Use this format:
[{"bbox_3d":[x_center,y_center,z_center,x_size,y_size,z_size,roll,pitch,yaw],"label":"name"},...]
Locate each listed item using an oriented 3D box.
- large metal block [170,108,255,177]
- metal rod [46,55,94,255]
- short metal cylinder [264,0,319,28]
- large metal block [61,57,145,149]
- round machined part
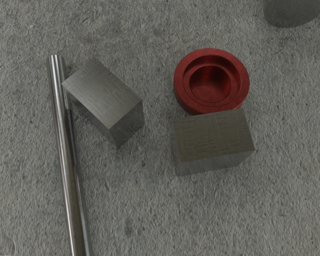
[{"bbox_3d":[0.057,0.020,0.372,0.081,0.080,0.050,-9,71,-4],"label":"large metal block"},{"bbox_3d":[-0.115,0.040,0.392,0.025,0.025,0.299,-12,71,-5],"label":"metal rod"},{"bbox_3d":[0.193,-0.193,0.452,0.081,0.080,0.050,4,70,1],"label":"short metal cylinder"},{"bbox_3d":[-0.067,-0.028,0.388,0.080,0.080,0.050,42,75,13],"label":"large metal block"},{"bbox_3d":[0.067,-0.055,0.420,0.099,0.042,0.098,0,70,-1],"label":"round machined part"}]
